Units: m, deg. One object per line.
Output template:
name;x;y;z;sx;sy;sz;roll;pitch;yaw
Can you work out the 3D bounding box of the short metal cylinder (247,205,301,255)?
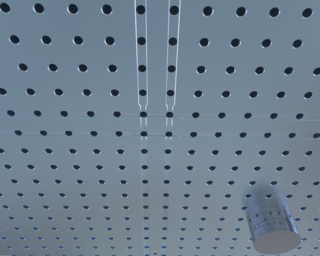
short metal cylinder;0.202;0.182;0.552;0.081;0.050;0.079;0;130;0
